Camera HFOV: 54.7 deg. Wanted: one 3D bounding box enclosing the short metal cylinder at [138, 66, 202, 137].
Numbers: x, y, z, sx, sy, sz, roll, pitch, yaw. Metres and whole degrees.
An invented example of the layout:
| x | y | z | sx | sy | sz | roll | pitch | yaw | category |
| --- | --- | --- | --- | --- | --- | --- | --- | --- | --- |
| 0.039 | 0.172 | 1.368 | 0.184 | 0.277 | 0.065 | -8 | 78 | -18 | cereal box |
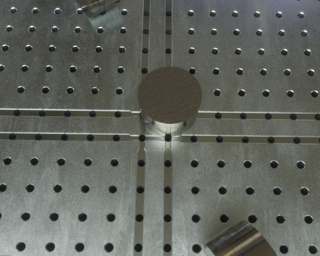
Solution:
| x | y | z | sx | sy | sz | roll | pitch | yaw | category |
| --- | --- | --- | --- | --- | --- | --- | --- | --- | --- |
| 0.012 | -0.034 | 0.411 | 0.081 | 0.050 | 0.080 | 0 | 70 | -1 | short metal cylinder |

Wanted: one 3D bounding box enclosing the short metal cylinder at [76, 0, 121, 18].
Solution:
| x | y | z | sx | sy | sz | roll | pitch | yaw | category |
| --- | --- | --- | --- | --- | --- | --- | --- | --- | --- |
| -0.102 | -0.213 | 0.459 | 0.050 | 0.080 | 0.080 | -33 | 74 | -11 | short metal cylinder |

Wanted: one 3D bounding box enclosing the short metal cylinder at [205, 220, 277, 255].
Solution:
| x | y | z | sx | sy | sz | roll | pitch | yaw | category |
| --- | --- | --- | --- | --- | --- | --- | --- | --- | --- |
| 0.091 | 0.147 | 0.330 | 0.050 | 0.080 | 0.080 | -29 | 73 | -10 | short metal cylinder |
